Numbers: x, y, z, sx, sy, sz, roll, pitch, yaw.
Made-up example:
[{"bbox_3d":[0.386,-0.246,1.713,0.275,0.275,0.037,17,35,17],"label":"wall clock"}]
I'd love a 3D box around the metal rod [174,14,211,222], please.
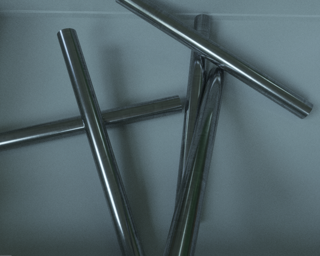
[{"bbox_3d":[0.046,-0.025,0.419,0.025,0.025,0.299,7,70,2],"label":"metal rod"}]

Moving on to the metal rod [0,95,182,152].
[{"bbox_3d":[-0.120,-0.001,0.408,0.302,0.025,0.025,-12,71,-5],"label":"metal rod"}]

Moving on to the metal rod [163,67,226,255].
[{"bbox_3d":[0.045,0.026,0.337,0.025,0.025,0.301,15,46,5],"label":"metal rod"}]

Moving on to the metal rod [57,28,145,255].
[{"bbox_3d":[-0.075,0.015,0.380,0.025,0.025,0.299,-18,80,-7],"label":"metal rod"}]

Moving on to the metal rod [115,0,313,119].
[{"bbox_3d":[0.073,-0.103,0.423,0.301,0.025,0.025,32,73,1],"label":"metal rod"}]
